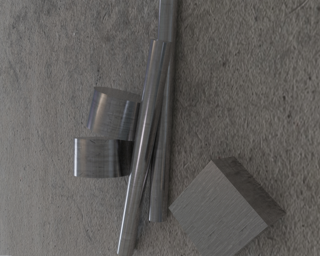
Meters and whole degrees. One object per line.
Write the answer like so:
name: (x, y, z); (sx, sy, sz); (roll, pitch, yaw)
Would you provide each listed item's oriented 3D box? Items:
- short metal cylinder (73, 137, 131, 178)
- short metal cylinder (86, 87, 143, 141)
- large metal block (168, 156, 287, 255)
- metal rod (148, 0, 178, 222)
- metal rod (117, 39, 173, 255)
short metal cylinder: (-0.081, 0.039, 0.436); (0.080, 0.081, 0.050); (2, 91, 40)
short metal cylinder: (-0.053, -0.020, 0.413); (0.080, 0.081, 0.050); (25, 106, 37)
large metal block: (0.069, 0.088, 0.332); (0.080, 0.050, 0.080); (51, 120, 27)
metal rod: (0.004, -0.029, 0.401); (0.025, 0.025, 0.298); (5, 93, 40)
metal rod: (-0.024, 0.041, 0.395); (0.025, 0.025, 0.298); (27, 116, 37)
